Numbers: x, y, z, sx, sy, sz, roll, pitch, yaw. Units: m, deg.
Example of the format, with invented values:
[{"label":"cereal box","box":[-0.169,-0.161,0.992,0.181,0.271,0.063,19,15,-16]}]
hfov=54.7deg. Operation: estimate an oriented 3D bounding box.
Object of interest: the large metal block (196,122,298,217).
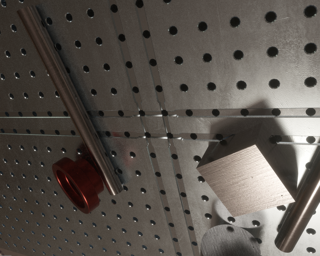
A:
[{"label":"large metal block","box":[0.105,0.052,0.371,0.080,0.050,0.080,-29,103,37]}]

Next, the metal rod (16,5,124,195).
[{"label":"metal rod","box":[-0.123,-0.027,0.457,0.025,0.025,0.299,-8,115,31]}]

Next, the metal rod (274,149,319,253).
[{"label":"metal rod","box":[0.183,0.036,0.336,0.025,0.025,0.298,19,126,17]}]

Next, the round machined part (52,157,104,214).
[{"label":"round machined part","box":[-0.130,0.088,0.507,0.098,0.042,0.097,32,142,31]}]

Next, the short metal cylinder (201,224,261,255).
[{"label":"short metal cylinder","box":[0.097,0.185,0.438,0.080,0.080,0.050,12,123,21]}]
